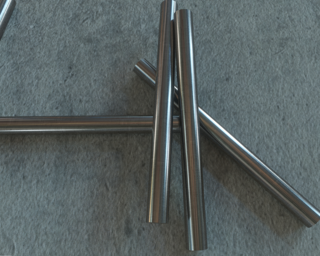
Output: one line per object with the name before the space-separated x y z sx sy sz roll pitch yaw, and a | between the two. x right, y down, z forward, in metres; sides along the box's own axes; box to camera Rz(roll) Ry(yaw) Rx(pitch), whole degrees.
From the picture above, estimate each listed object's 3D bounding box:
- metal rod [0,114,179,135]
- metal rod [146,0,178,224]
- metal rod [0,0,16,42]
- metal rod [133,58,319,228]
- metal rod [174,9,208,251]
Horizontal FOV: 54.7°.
metal rod | -0.125 -0.004 0.407 0.302 0.025 0.025 -1 70 -1
metal rod | 0.005 -0.035 0.393 0.025 0.025 0.299 3 70 1
metal rod | -0.248 -0.064 0.408 0.025 0.025 0.299 5 63 1
metal rod | 0.078 0.011 0.405 0.300 0.025 0.025 43 75 13
metal rod | 0.037 -0.007 0.387 0.025 0.025 0.298 -2 79 -1
